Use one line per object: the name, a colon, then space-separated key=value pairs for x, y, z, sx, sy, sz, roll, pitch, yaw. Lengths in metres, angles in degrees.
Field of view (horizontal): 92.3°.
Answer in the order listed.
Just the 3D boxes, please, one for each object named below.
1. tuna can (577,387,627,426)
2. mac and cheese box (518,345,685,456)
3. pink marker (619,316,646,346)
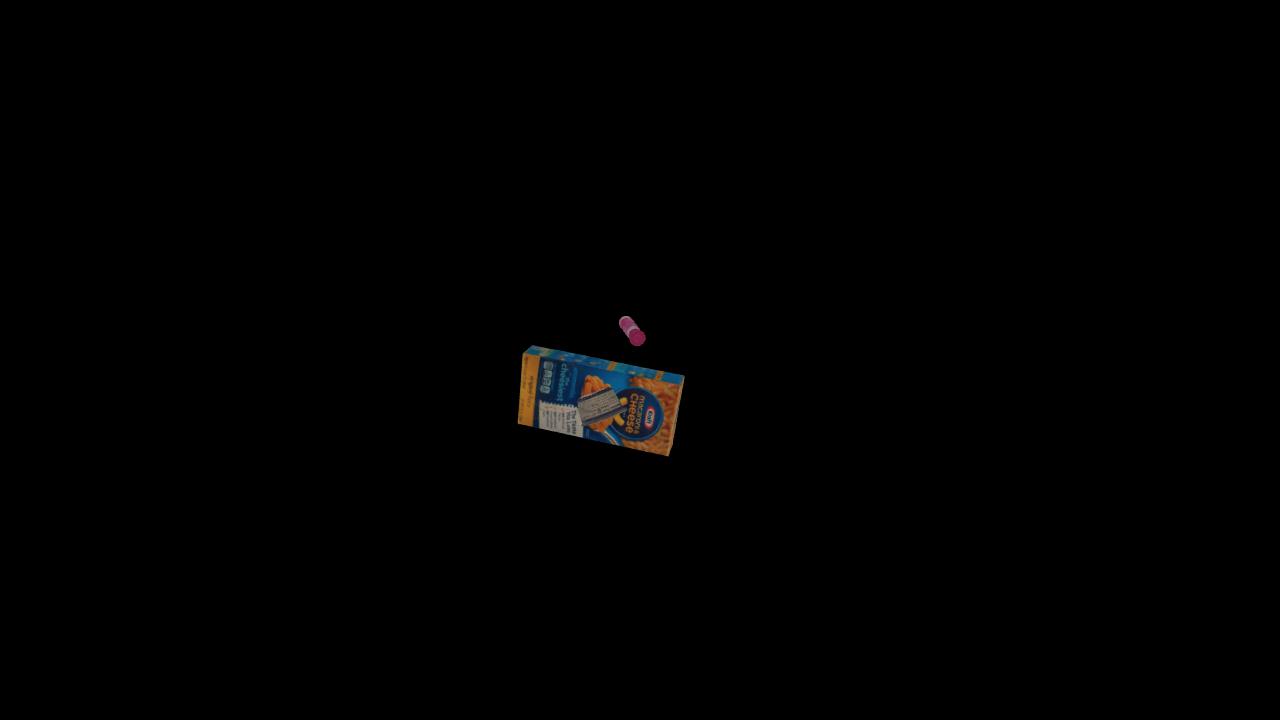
tuna can: x=-0.039 y=0.047 z=0.727 sx=0.084 sy=0.034 sz=0.084 roll=-22 pitch=3 yaw=1
mac and cheese box: x=-0.047 y=0.047 z=0.715 sx=0.184 sy=0.093 sz=0.041 roll=11 pitch=18 yaw=7
pink marker: x=-0.010 y=-0.036 z=0.759 sx=0.020 sy=0.020 sz=0.121 roll=0 pitch=12 yaw=-8
